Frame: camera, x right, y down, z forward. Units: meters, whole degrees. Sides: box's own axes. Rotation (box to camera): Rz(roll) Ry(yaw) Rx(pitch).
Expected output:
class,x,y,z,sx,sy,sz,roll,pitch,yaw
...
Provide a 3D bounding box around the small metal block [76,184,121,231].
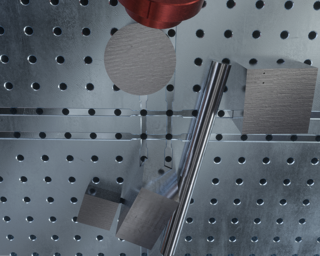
class,x,y,z,sx,sy,sz,roll,pitch,yaw
small metal block,-0.090,0.117,0.456,0.050,0.025,0.050,18,109,-7

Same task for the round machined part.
class,x,y,z,sx,sy,sz,roll,pitch,yaw
round machined part,-0.002,-0.144,0.331,0.099,0.098,0.042,13,145,-5

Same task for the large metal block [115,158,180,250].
class,x,y,z,sx,sy,sz,roll,pitch,yaw
large metal block,-0.017,0.100,0.421,0.050,0.080,0.080,25,108,-9

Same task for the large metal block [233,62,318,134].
class,x,y,z,sx,sy,sz,roll,pitch,yaw
large metal block,0.139,-0.039,0.387,0.081,0.050,0.079,-1,110,0

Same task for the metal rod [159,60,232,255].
class,x,y,z,sx,sy,sz,roll,pitch,yaw
metal rod,0.044,0.055,0.433,0.025,0.025,0.298,12,110,-5

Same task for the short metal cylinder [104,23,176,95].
class,x,y,z,sx,sy,sz,roll,pitch,yaw
short metal cylinder,-0.022,-0.084,0.369,0.081,0.050,0.079,0,110,0
